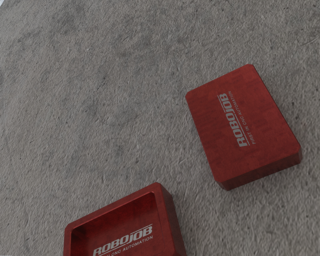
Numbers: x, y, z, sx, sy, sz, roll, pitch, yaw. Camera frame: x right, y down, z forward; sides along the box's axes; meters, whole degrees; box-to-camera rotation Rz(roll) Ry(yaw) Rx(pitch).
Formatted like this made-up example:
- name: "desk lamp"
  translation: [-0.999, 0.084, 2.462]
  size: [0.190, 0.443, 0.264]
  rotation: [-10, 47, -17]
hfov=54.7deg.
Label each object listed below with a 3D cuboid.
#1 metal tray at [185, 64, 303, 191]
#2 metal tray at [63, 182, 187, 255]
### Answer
- name: "metal tray"
  translation: [0.090, -0.005, 0.356]
  size: [0.090, 0.030, 0.130]
  rotation: [-24, 53, 13]
- name: "metal tray"
  translation: [-0.043, 0.125, 0.335]
  size: [0.130, 0.030, 0.090]
  rotation: [-27, 41, 11]
